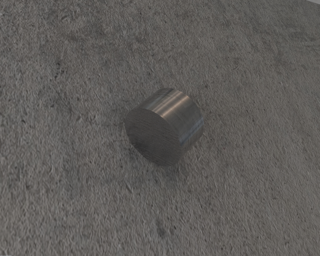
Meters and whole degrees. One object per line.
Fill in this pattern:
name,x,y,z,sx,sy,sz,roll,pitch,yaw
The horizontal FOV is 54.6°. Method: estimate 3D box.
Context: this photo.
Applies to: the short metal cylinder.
short metal cylinder,0.005,-0.001,0.372,0.080,0.080,0.050,45,51,3
